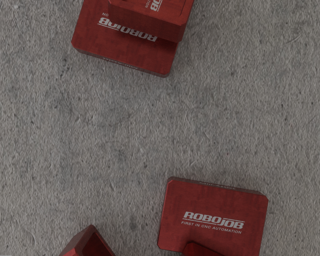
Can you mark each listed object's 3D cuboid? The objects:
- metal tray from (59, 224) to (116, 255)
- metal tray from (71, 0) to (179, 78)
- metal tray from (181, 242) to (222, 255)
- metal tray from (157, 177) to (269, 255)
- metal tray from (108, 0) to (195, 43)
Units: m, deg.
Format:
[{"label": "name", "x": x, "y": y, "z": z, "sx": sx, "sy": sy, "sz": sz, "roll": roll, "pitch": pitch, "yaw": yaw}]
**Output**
[{"label": "metal tray", "x": -0.067, "y": 0.190, "z": 0.376, "sx": 0.030, "sy": 0.090, "sz": 0.130, "roll": -36, "pitch": 90, "yaw": 0}, {"label": "metal tray", "x": -0.039, "y": -0.128, "z": 0.407, "sx": 0.131, "sy": 0.030, "sz": 0.090, "roll": 17, "pitch": 90, "yaw": 0}, {"label": "metal tray", "x": 0.048, "y": 0.220, "z": 0.391, "sx": 0.090, "sy": 0.030, "sz": 0.129, "roll": 26, "pitch": 103, "yaw": -4}, {"label": "metal tray", "x": 0.067, "y": 0.120, "z": 0.408, "sx": 0.131, "sy": 0.030, "sz": 0.089, "roll": 10, "pitch": 90, "yaw": 0}, {"label": "metal tray", "x": 0.000, "y": -0.173, "z": 0.379, "sx": 0.090, "sy": 0.030, "sz": 0.130, "roll": 18, "pitch": 64, "yaw": 0}]
